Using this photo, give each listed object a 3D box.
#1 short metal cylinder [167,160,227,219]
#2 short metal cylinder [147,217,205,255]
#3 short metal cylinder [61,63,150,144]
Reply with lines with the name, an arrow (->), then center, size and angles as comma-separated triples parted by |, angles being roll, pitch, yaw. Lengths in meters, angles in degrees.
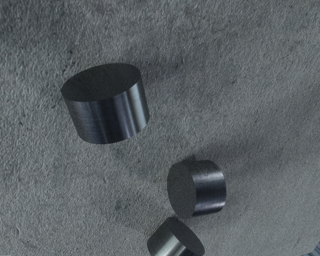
short metal cylinder -> 0.052, 0.089, 0.454 | 0.050, 0.080, 0.079 | -2, 120, -28
short metal cylinder -> 0.026, 0.192, 0.504 | 0.080, 0.080, 0.050 | 34, 99, -39
short metal cylinder -> -0.055, -0.028, 0.324 | 0.081, 0.080, 0.050 | -22, 127, -15
